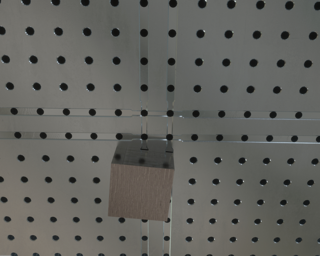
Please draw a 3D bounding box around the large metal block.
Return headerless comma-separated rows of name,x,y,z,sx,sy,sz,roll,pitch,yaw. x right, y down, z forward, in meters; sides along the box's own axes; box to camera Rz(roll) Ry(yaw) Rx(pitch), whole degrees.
large metal block,-0.026,0.077,0.428,0.080,0.050,0.079,6,110,-2
